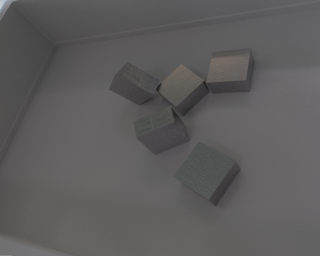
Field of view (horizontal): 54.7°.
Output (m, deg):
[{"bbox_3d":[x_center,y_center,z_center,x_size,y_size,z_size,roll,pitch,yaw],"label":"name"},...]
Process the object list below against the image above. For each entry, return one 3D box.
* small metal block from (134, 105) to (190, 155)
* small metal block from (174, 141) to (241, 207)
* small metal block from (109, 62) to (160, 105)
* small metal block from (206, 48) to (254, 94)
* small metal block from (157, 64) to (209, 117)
[{"bbox_3d":[0.003,0.004,0.386,0.050,0.050,0.025,-23,53,14],"label":"small metal block"},{"bbox_3d":[0.053,0.050,0.347,0.050,0.025,0.050,30,78,37],"label":"small metal block"},{"bbox_3d":[-0.037,-0.061,0.434,0.050,0.050,0.025,-24,43,59],"label":"small metal block"},{"bbox_3d":[0.092,-0.074,0.403,0.050,0.025,0.050,1,62,28],"label":"small metal block"},{"bbox_3d":[0.030,-0.052,0.422,0.050,0.025,0.050,-43,51,-2],"label":"small metal block"}]
